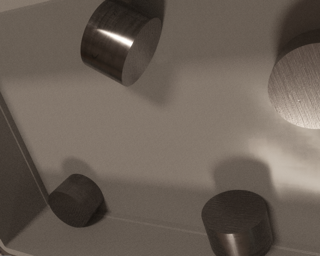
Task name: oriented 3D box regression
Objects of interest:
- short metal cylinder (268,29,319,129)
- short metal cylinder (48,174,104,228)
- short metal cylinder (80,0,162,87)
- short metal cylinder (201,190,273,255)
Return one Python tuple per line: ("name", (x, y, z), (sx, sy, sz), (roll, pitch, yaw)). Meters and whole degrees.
("short metal cylinder", (0.146, -0.046, 0.287), (0.080, 0.050, 0.079), (13, 124, 20))
("short metal cylinder", (-0.148, 0.128, 0.547), (0.080, 0.050, 0.079), (13, 124, 20))
("short metal cylinder", (-0.040, -0.092, 0.336), (0.050, 0.080, 0.079), (29, 128, 9))
("short metal cylinder", (0.099, 0.125, 0.397), (0.080, 0.080, 0.050), (-5, 116, 30))
